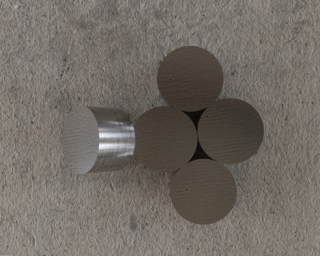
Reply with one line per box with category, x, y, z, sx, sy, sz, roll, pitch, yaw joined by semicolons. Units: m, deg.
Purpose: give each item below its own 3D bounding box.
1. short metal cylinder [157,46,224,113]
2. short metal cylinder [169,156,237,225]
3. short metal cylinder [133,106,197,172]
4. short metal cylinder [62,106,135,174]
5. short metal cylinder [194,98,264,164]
short metal cylinder;0.037;-0.060;0.399;0.081;0.050;0.080;0;90;0
short metal cylinder;0.053;0.077;0.399;0.081;0.050;0.080;0;90;0
short metal cylinder;0.005;0.013;0.398;0.081;0.050;0.080;0;90;0
short metal cylinder;-0.076;0.014;0.377;0.080;0.050;0.080;-2;88;44
short metal cylinder;0.085;0.004;0.399;0.081;0.050;0.080;0;90;0
